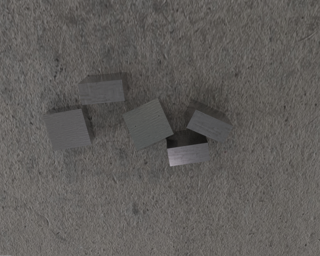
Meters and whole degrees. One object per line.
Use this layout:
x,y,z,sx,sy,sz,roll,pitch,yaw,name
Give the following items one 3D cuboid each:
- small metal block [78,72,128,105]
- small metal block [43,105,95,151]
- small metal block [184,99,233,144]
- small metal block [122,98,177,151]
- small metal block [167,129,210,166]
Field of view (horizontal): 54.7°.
-0.067,-0.049,0.378,0.050,0.050,0.025,-6,110,2,small metal block
-0.118,-0.001,0.408,0.050,0.025,0.050,-10,110,3,small metal block
0.060,-0.010,0.393,0.050,0.050,0.025,23,109,-8,small metal block
-0.013,-0.004,0.398,0.050,0.025,0.050,-25,82,9,small metal block
0.035,0.024,0.405,0.050,0.050,0.025,-9,112,3,small metal block
